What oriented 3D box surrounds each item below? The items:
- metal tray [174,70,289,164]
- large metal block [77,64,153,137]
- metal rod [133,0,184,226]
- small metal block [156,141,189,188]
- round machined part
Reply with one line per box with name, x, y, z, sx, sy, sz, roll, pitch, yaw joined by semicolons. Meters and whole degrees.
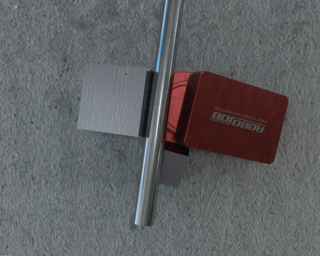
metal tray;0.091;-0.011;0.387;0.131;0.030;0.089;13;91;-21
large metal block;-0.050;-0.033;0.387;0.080;0.050;0.080;7;90;18
metal rod;0.001;-0.036;0.369;0.025;0.025;0.298;8;88;0
small metal block;0.007;0.045;0.401;0.050;0.025;0.050;16;116;0
round machined part;0.031;-0.025;0.403;0.099;0.042;0.097;0;90;0
